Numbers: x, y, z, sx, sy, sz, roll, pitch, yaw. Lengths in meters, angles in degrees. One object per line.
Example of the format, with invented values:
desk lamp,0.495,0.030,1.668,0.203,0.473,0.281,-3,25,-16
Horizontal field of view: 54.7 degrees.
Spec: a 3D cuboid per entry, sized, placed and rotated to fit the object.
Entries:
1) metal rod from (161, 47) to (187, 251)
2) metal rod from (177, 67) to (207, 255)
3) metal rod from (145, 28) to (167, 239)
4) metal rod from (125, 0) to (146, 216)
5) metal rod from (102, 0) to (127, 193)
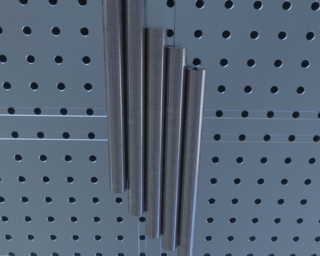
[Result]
metal rod,0.018,0.042,0.428,0.025,0.025,0.298,1,110,-1
metal rod,0.043,0.066,0.437,0.025,0.025,0.298,1,110,-1
metal rod,-0.007,0.021,0.420,0.025,0.025,0.298,1,110,-1
metal rod,-0.031,-0.017,0.406,0.025,0.025,0.298,1,110,-1
metal rod,-0.057,-0.053,0.393,0.025,0.025,0.298,1,110,-1
